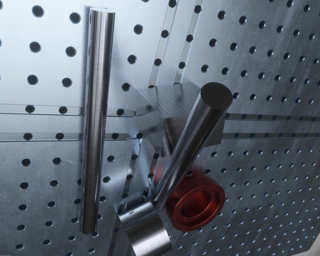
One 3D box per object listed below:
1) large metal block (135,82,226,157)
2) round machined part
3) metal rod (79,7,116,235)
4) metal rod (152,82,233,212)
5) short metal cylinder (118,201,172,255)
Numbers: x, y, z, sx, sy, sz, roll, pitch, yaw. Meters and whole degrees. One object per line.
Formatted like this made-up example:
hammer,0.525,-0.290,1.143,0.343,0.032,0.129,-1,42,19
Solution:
large metal block,0.022,-0.014,0.381,0.081,0.080,0.050,-11,123,-23
round machined part,0.054,0.118,0.505,0.099,0.042,0.097,-14,125,-21
metal rod,-0.080,0.013,0.376,0.025,0.025,0.298,-5,121,-27
metal rod,0.019,0.048,0.360,0.025,0.025,0.298,-17,155,-19
short metal cylinder,-0.023,0.156,0.461,0.050,0.080,0.080,-23,127,-15
